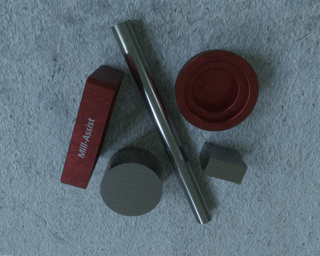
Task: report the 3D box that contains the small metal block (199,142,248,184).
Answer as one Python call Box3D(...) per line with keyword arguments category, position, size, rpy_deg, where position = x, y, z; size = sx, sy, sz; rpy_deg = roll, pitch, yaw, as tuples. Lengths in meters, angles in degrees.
Box3D(category="small metal block", position=(0.082, 0.046, 0.413), size=(0.050, 0.050, 0.025), rpy_deg=(16, 109, -6))

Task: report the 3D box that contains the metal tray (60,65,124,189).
Box3D(category="metal tray", position=(-0.080, -0.004, 0.374), size=(0.030, 0.090, 0.129), rpy_deg=(17, 109, -7))

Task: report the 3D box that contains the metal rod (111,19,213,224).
Box3D(category="metal rod", position=(0.010, 0.006, 0.414), size=(0.025, 0.025, 0.299), rpy_deg=(-21, 109, 7))

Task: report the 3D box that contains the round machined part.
Box3D(category="round machined part", position=(0.067, -0.048, 0.385), size=(0.099, 0.042, 0.097), rpy_deg=(0, 110, -1))

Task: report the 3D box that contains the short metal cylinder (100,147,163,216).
Box3D(category="short metal cylinder", position=(-0.037, 0.072, 0.424), size=(0.081, 0.050, 0.079), rpy_deg=(0, 110, -1))
